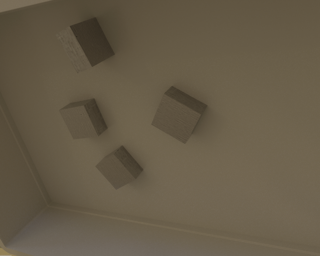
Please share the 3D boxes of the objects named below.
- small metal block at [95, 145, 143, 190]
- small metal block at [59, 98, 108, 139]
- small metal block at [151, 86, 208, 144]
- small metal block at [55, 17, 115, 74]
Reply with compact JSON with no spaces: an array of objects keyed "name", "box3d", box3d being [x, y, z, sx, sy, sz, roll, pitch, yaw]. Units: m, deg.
[{"name":"small metal block","box3d":[-0.063,0.062,0.478,0.050,0.025,0.050,-33,100,38]},{"name":"small metal block","box3d":[-0.113,-0.013,0.458,0.050,0.025,0.050,-7,115,31]},{"name":"small metal block","box3d":[0.023,-0.016,0.385,0.050,0.025,0.050,30,128,8]},{"name":"small metal block","box3d":[-0.089,-0.101,0.375,0.025,0.050,0.050,-15,111,34]}]
